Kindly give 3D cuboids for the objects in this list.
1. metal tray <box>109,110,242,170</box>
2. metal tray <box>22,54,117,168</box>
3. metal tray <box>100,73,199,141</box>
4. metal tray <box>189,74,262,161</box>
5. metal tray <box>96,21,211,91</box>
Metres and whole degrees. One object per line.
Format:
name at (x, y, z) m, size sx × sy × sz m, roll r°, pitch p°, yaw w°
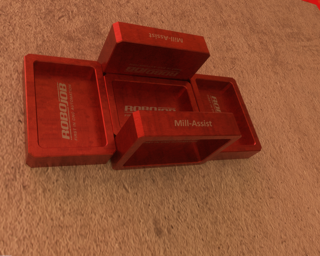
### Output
metal tray at (0.017, 0.016, 0.362) m, size 0.131 × 0.090 × 0.030 m, roll 0°, pitch 62°, yaw -29°
metal tray at (-0.107, -0.022, 0.358) m, size 0.091 × 0.030 × 0.130 m, roll 0°, pitch 62°, yaw -28°
metal tray at (-0.010, -0.022, 0.411) m, size 0.131 × 0.030 × 0.090 m, roll 1°, pitch 61°, yaw -28°
metal tray at (0.089, -0.018, 0.463) m, size 0.091 × 0.030 × 0.130 m, roll 0°, pitch 62°, yaw -28°
metal tray at (-0.011, -0.089, 0.414) m, size 0.131 × 0.090 × 0.030 m, roll 0°, pitch 62°, yaw -29°
